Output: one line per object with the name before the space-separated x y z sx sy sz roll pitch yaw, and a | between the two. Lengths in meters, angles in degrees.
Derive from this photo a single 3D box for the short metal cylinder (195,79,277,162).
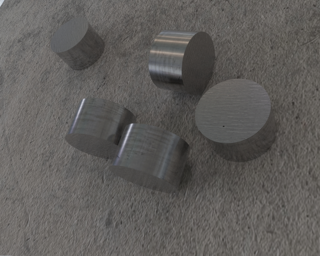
short metal cylinder | 0.086 -0.008 0.348 0.080 0.050 0.080 -13 56 21

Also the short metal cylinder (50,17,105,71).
short metal cylinder | -0.148 -0.151 0.559 0.080 0.050 0.080 -13 56 21

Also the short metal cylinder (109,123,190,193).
short metal cylinder | -0.011 0.036 0.353 0.080 0.080 0.050 6 65 31

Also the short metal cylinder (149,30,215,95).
short metal cylinder | 0.030 -0.086 0.406 0.050 0.080 0.080 16 70 34

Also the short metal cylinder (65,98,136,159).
short metal cylinder | -0.076 0.003 0.407 0.080 0.080 0.050 0 62 28
